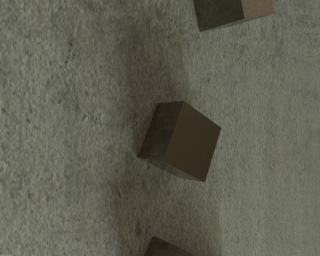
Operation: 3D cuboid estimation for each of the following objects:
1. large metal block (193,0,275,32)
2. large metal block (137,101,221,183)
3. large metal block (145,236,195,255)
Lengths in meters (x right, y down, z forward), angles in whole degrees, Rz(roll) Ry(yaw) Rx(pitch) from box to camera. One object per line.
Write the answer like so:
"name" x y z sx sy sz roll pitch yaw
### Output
"large metal block" 0.110 -0.183 0.464 0.081 0.080 0.050 -23 105 -38
"large metal block" 0.028 0.019 0.414 0.080 0.050 0.080 31 70 -36
"large metal block" 0.015 0.200 0.404 0.080 0.050 0.080 41 65 -33
